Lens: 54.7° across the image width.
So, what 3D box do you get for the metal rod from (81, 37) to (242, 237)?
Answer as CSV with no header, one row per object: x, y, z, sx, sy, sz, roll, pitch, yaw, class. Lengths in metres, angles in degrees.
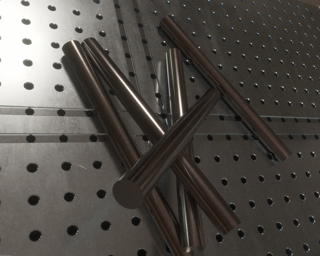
-0.013,-0.006,0.369,0.025,0.025,0.300,-21,62,-36,metal rod

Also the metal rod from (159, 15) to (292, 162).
0.104,-0.068,0.507,0.025,0.025,0.300,-34,81,-38,metal rod

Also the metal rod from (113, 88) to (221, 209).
0.030,-0.001,0.357,0.025,0.025,0.301,44,29,2,metal rod

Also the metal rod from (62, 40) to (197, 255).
-0.044,0.017,0.374,0.025,0.025,0.299,-20,73,-36,metal rod

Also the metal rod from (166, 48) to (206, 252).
0.028,0.003,0.406,0.025,0.025,0.300,13,51,-21,metal rod
